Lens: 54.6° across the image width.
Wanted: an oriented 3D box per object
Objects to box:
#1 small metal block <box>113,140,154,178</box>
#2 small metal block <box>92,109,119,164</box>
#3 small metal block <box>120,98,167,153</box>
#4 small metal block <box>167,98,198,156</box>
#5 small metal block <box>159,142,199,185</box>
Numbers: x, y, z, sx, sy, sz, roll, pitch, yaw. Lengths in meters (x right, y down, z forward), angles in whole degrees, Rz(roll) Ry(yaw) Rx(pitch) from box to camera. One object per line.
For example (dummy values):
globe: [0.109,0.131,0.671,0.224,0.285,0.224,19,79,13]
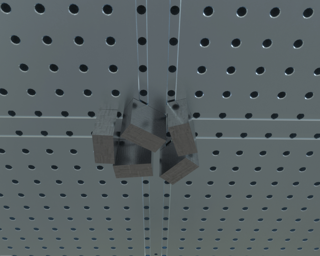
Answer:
small metal block: [-0.035,0.041,0.429,0.050,0.050,0.025,-4,130,3]
small metal block: [-0.070,0.011,0.404,0.025,0.050,0.050,3,131,-2]
small metal block: [-0.020,-0.004,0.392,0.050,0.050,0.025,27,126,-21]
small metal block: [0.028,-0.001,0.394,0.025,0.050,0.050,-13,128,10]
small metal block: [0.026,0.042,0.430,0.025,0.050,0.050,35,122,-25]
